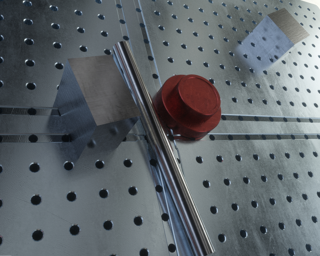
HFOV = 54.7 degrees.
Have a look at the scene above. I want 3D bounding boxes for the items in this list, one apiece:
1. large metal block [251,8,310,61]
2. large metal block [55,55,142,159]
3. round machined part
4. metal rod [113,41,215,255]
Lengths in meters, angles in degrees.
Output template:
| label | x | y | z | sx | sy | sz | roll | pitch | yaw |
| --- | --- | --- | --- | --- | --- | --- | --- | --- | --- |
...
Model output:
| label | x | y | z | sx | sy | sz | roll | pitch | yaw |
| --- | --- | --- | --- | --- | --- | --- | --- | --- | --- |
| large metal block | 0.252 | -0.197 | 0.648 | 0.081 | 0.050 | 0.080 | -32 | 80 | -38 |
| large metal block | -0.073 | -0.023 | 0.347 | 0.050 | 0.080 | 0.080 | -15 | 70 | -34 |
| round machined part | 0.047 | -0.038 | 0.446 | 0.099 | 0.042 | 0.098 | 14 | 56 | -21 |
| metal rod | -0.003 | 0.013 | 0.398 | 0.025 | 0.025 | 0.299 | -9 | 66 | -32 |
